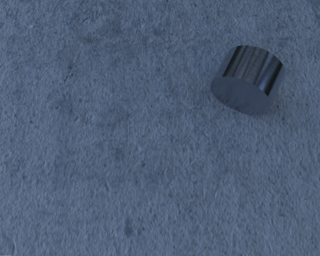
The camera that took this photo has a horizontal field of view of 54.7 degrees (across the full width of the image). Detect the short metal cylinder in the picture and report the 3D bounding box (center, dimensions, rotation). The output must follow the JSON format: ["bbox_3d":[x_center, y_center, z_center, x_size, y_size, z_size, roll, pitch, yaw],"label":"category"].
[{"bbox_3d":[0.113,-0.061,0.403,0.080,0.080,0.050,26,72,9],"label":"short metal cylinder"}]
